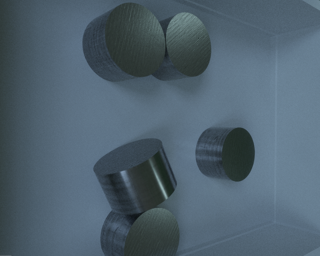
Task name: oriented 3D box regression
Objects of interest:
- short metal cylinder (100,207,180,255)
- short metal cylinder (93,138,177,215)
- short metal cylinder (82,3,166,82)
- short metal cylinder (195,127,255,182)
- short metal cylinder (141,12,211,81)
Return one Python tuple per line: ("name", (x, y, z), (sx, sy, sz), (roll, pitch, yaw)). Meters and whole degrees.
("short metal cylinder", (-0.023, 0.131, 0.371), (0.081, 0.050, 0.080), (0, 90, -40))
("short metal cylinder", (-0.027, 0.052, 0.348), (0.081, 0.080, 0.050), (-32, 111, -35))
("short metal cylinder", (-0.041, -0.096, 0.356), (0.081, 0.050, 0.080), (0, 90, -40))
("short metal cylinder", (0.101, 0.039, 0.474), (0.081, 0.050, 0.080), (0, 90, -40))
("short metal cylinder", (0.022, -0.105, 0.408), (0.081, 0.050, 0.080), (0, 90, -40))
